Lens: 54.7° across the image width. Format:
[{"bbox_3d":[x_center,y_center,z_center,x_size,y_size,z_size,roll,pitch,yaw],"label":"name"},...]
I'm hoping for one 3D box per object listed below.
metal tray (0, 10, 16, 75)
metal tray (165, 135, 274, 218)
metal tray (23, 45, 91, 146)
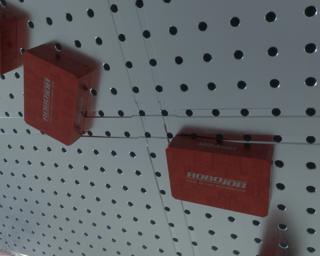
[{"bbox_3d":[-0.277,-0.146,0.460,0.130,0.030,0.089,29,128,9],"label":"metal tray"},{"bbox_3d":[0.076,0.061,0.405,0.130,0.030,0.089,6,121,24],"label":"metal tray"},{"bbox_3d":[-0.156,-0.045,0.460,0.090,0.030,0.129,27,128,11],"label":"metal tray"}]
